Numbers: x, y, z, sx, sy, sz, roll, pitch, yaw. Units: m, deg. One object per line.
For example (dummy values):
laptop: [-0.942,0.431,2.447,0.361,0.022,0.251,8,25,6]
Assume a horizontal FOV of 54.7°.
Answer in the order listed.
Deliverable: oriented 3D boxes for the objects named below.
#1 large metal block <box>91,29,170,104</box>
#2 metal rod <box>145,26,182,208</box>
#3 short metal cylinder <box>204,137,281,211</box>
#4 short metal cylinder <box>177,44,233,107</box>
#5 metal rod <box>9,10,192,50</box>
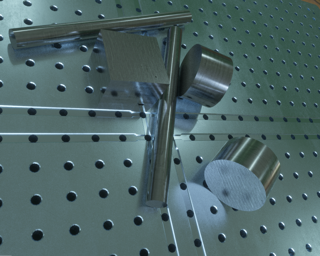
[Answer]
large metal block: [-0.042,-0.080,0.418,0.081,0.050,0.080,0,62,-29]
metal rod: [0.011,-0.037,0.436,0.025,0.025,0.300,19,54,-17]
short metal cylinder: [0.104,0.058,0.394,0.080,0.080,0.050,45,51,3]
short metal cylinder: [0.062,-0.075,0.452,0.050,0.080,0.080,18,55,-18]
metal rod: [-0.066,-0.153,0.466,0.302,0.025,0.025,-22,74,-36]
